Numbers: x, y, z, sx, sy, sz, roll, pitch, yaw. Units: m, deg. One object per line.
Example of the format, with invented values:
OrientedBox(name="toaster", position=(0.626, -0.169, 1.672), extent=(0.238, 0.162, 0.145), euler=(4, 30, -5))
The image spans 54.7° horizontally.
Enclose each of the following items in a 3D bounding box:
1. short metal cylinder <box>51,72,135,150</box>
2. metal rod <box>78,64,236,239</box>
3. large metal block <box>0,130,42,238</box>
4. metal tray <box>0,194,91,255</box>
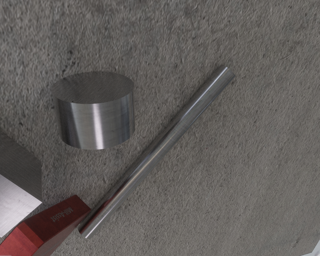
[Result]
OrientedBox(name="short metal cylinder", position=(-0.067, -0.021, 0.322), extent=(0.081, 0.080, 0.050), euler=(-13, 124, -22))
OrientedBox(name="metal rod", position=(-0.008, 0.036, 0.424), extent=(0.299, 0.025, 0.025), euler=(-49, 129, 6))
OrientedBox(name="large metal block", position=(-0.165, 0.045, 0.302), extent=(0.050, 0.080, 0.080), euler=(-41, 121, 0))
OrientedBox(name="metal tray", position=(-0.140, 0.131, 0.355), extent=(0.090, 0.030, 0.130), euler=(-48, 174, 6))
